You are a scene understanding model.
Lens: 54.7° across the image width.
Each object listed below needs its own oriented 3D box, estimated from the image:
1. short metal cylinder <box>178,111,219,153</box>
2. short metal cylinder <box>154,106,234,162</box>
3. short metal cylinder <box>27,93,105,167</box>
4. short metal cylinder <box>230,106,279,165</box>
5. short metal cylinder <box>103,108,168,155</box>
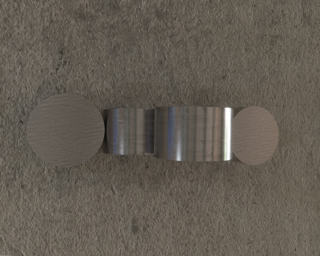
[{"bbox_3d":[0.048,0.005,0.399,0.081,0.080,0.050,0,89,-20],"label":"short metal cylinder"},{"bbox_3d":[0.034,0.005,0.320,0.081,0.080,0.050,1,91,-20],"label":"short metal cylinder"},{"bbox_3d":[-0.109,0.002,0.357,0.081,0.050,0.080,0,90,-21],"label":"short metal cylinder"},{"bbox_3d":[0.119,0.010,0.440,0.081,0.050,0.080,0,91,-21],"label":"short metal cylinder"},{"bbox_3d":[-0.028,0.004,0.371,0.081,0.080,0.050,0,90,-20],"label":"short metal cylinder"}]
